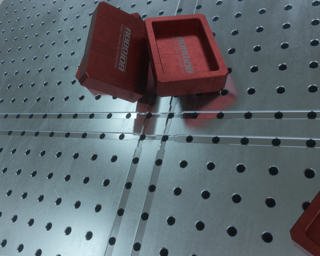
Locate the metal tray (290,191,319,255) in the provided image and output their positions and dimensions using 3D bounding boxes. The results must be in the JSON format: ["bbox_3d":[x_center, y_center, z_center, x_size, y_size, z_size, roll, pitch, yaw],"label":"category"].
[{"bbox_3d":[0.188,0.072,0.262,0.090,0.030,0.130,35,81,38],"label":"metal tray"}]

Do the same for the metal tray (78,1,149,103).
[{"bbox_3d":[-0.061,-0.111,0.455,0.030,0.091,0.130,-29,50,52],"label":"metal tray"}]

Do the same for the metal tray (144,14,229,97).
[{"bbox_3d":[0.031,-0.104,0.427,0.091,0.030,0.130,-7,55,-7],"label":"metal tray"}]

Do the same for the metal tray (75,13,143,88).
[{"bbox_3d":[-0.082,-0.132,0.527,0.090,0.030,0.130,-1,61,27],"label":"metal tray"}]
